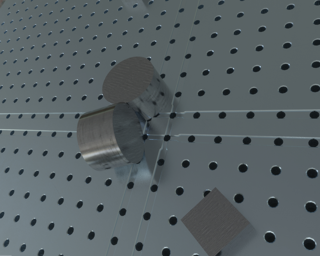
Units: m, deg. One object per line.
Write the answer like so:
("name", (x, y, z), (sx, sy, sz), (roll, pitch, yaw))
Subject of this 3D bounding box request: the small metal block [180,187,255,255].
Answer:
("small metal block", (0.059, 0.098, 0.317), (0.050, 0.025, 0.050), (-43, 51, -2))

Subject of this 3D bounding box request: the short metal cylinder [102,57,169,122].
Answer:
("short metal cylinder", (-0.035, -0.055, 0.444), (0.080, 0.050, 0.080), (-13, 56, 21))

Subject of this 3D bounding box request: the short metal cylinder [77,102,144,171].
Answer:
("short metal cylinder", (-0.061, 0.011, 0.398), (0.050, 0.080, 0.080), (-15, 56, 20))
